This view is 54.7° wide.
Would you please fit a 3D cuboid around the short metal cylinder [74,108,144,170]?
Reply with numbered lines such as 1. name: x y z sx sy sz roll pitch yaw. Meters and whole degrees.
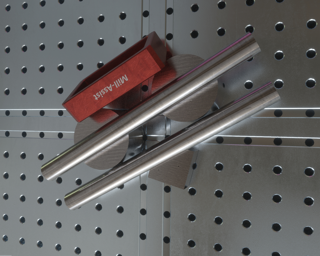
1. short metal cylinder: -0.068 0.014 0.422 0.080 0.050 0.079 0 90 19

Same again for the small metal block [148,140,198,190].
1. small metal block: 0.017 0.047 0.405 0.050 0.025 0.050 16 95 19

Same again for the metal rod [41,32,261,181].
1. metal rod: -0.024 -0.016 0.366 0.300 0.025 0.025 -31 80 17

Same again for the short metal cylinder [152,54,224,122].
1. short metal cylinder: 0.036 -0.047 0.386 0.080 0.050 0.079 0 90 19

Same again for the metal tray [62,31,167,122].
1. metal tray: -0.054 -0.067 0.395 0.130 0.090 0.030 -30 112 17

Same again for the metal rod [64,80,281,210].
1. metal rod: 0.002 0.030 0.383 0.300 0.025 0.025 -30 81 17
